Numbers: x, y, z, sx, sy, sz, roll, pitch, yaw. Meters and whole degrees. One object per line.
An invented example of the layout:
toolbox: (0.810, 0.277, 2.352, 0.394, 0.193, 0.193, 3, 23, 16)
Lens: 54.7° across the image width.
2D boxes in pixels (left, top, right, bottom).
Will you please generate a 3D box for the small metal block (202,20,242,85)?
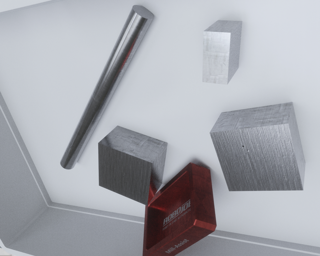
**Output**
small metal block: (0.063, -0.077, 0.311, 0.025, 0.050, 0.050, 11, 123, 22)

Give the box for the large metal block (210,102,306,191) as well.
large metal block: (0.112, 0.023, 0.347, 0.080, 0.050, 0.080, -8, 115, 31)

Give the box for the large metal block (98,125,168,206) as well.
large metal block: (-0.040, 0.053, 0.445, 0.080, 0.050, 0.079, 18, 126, 17)

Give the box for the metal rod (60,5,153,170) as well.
metal rod: (-0.088, -0.033, 0.432, 0.025, 0.025, 0.298, 38, 129, 2)

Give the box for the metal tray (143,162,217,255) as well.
metal tray: (0.022, 0.118, 0.424, 0.030, 0.090, 0.129, 23, 132, -21)
